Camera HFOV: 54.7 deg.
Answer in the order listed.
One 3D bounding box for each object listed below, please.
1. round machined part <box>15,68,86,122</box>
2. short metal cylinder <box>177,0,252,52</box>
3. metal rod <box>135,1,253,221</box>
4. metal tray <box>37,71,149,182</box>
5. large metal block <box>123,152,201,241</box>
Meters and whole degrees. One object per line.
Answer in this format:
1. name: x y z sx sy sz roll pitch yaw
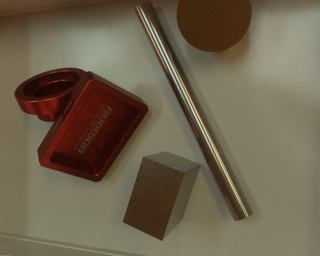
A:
1. round machined part: -0.144 -0.044 0.431 0.098 0.098 0.042 4 127 19
2. short metal cylinder: 0.063 -0.134 0.357 0.080 0.050 0.079 5 120 10
3. metal rod: 0.039 -0.028 0.395 0.025 0.025 0.299 -27 81 17
4. metal tray: -0.087 0.003 0.405 0.129 0.090 0.030 -55 36 11
5. large metal block: 0.005 0.077 0.379 0.050 0.080 0.080 20 97 18
